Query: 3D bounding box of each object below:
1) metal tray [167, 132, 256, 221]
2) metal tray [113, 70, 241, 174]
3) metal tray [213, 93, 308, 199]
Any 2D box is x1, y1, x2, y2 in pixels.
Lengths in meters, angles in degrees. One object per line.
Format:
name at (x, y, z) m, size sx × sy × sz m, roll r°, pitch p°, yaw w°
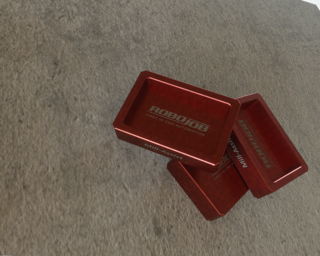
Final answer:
metal tray at (0.083, 0.050, 0.417) m, size 0.131 × 0.030 × 0.090 m, roll -31°, pitch 79°, yaw -38°
metal tray at (0.021, -0.010, 0.376) m, size 0.130 × 0.030 × 0.090 m, roll 20°, pitch 65°, yaw 11°
metal tray at (0.133, 0.019, 0.423) m, size 0.091 × 0.030 × 0.130 m, roll -17°, pitch 71°, yaw -35°
